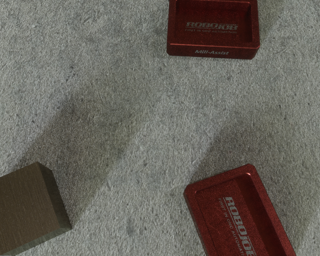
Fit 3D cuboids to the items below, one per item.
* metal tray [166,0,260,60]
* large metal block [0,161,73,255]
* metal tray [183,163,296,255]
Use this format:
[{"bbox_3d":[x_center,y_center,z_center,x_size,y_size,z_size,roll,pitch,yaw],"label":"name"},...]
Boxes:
[{"bbox_3d":[0.077,-0.151,0.460,0.131,0.030,0.090,3,70,1],"label":"metal tray"},{"bbox_3d":[-0.159,0.096,0.358,0.080,0.050,0.080,-24,72,-8],"label":"large metal block"},{"bbox_3d":[0.092,0.117,0.362,0.091,0.030,0.130,-18,71,-7],"label":"metal tray"}]
